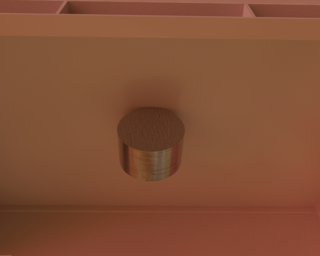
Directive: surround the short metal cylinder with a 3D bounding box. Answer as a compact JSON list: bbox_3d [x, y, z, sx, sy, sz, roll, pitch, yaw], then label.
[{"bbox_3d":[-0.011,0.019,0.385,0.080,0.080,0.050,1,130,-1],"label":"short metal cylinder"}]
